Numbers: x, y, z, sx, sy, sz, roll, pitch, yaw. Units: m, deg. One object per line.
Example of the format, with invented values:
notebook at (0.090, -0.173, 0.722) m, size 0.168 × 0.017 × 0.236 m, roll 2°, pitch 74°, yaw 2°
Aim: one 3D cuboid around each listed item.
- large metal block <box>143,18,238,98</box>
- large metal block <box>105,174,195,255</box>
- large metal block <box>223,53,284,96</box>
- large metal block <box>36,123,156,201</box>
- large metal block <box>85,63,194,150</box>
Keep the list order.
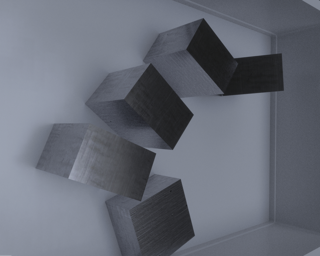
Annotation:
large metal block at (0.040, -0.086, 0.404) m, size 0.080 × 0.080 × 0.050 m, roll 41°, pitch 65°, yaw -32°
large metal block at (-0.010, 0.113, 0.382) m, size 0.081 × 0.050 × 0.080 m, roll -24°, pitch 105°, yaw -38°
large metal block at (0.131, -0.076, 0.459) m, size 0.080 × 0.080 × 0.050 m, roll -30°, pitch 115°, yaw -79°
large metal block at (-0.065, 0.034, 0.316) m, size 0.080 × 0.080 × 0.050 m, roll 28°, pitch 73°, yaw -37°
large metal block at (-0.023, -0.021, 0.351) m, size 0.080 × 0.080 × 0.050 m, roll 47°, pitch 62°, yaw -30°
